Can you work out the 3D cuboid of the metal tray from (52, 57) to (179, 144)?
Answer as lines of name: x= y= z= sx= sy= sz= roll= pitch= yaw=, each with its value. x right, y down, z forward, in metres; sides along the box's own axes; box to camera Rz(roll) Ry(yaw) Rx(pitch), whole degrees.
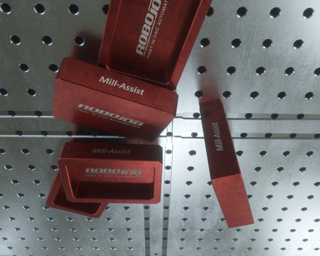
metal tray: x=-0.055 y=-0.026 z=0.364 sx=0.131 sy=0.030 sz=0.090 roll=16 pitch=151 yaw=-14

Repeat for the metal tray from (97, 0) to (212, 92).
metal tray: x=-0.008 y=-0.106 z=0.317 sx=0.091 sy=0.030 sz=0.129 roll=13 pitch=129 yaw=-12

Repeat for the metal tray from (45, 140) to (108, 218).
metal tray: x=-0.115 y=0.084 z=0.478 sx=0.090 sy=0.030 sz=0.129 roll=20 pitch=127 yaw=-16

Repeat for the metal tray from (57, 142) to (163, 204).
metal tray: x=-0.063 y=0.063 z=0.420 sx=0.131 sy=0.030 sz=0.089 roll=2 pitch=130 yaw=-2

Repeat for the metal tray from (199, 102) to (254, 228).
metal tray: x=0.080 y=0.041 z=0.378 sx=0.030 sy=0.130 sz=0.090 roll=-15 pitch=129 yaw=12
